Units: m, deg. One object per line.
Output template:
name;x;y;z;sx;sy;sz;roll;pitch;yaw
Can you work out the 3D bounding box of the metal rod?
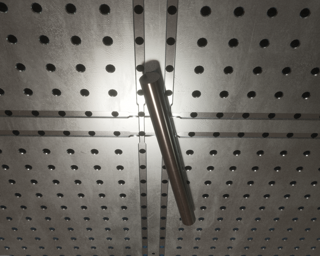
metal rod;0.019;0.052;0.456;0.025;0.025;0.298;-10;130;8
